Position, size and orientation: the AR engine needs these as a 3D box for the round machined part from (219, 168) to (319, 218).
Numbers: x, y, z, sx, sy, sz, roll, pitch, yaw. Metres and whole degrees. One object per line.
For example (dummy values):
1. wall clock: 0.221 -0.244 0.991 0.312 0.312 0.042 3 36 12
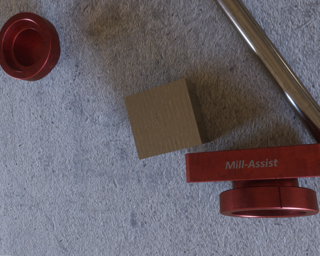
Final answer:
1. round machined part: 0.114 0.071 0.334 0.098 0.098 0.042 -6 68 19

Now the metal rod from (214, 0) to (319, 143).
1. metal rod: 0.129 -0.081 0.363 0.025 0.025 0.299 -35 79 16

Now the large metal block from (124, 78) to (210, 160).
1. large metal block: 0.010 -0.010 0.391 0.080 0.050 0.080 -16 85 19

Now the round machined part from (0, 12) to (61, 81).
1. round machined part: -0.191 -0.119 0.465 0.098 0.042 0.097 0 90 19

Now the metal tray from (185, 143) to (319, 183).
1. metal tray: 0.102 0.041 0.336 0.130 0.090 0.030 -6 79 19
